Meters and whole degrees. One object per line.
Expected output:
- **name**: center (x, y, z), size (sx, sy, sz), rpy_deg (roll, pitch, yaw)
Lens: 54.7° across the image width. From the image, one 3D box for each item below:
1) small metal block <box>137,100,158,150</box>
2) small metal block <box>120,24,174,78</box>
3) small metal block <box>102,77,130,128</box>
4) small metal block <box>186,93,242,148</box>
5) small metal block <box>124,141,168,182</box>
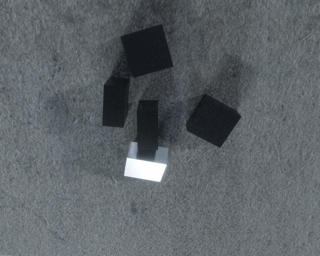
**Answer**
- **small metal block**: center (-0.015, -0.005, 0.394), size (0.025, 0.050, 0.050), rpy_deg (0, 110, 0)
- **small metal block**: center (-0.015, -0.094, 0.375), size (0.050, 0.025, 0.050), rpy_deg (-15, 110, 5)
- **small metal block**: center (-0.054, -0.033, 0.383), size (0.025, 0.050, 0.050), rpy_deg (5, 110, -2)
- **small metal block**: center (0.069, -0.010, 0.407), size (0.050, 0.025, 0.050), rpy_deg (27, 108, -10)
- **small metal block**: center (-0.019, 0.046, 0.414), size (0.050, 0.025, 0.050), rpy_deg (10, 143, -4)
